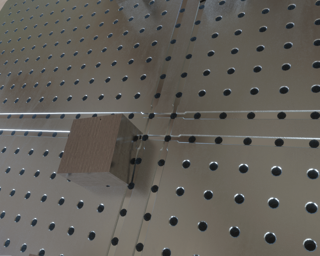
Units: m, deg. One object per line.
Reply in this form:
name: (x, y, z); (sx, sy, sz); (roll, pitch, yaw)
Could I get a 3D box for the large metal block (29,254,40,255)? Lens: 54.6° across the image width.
large metal block: (-0.110, 0.188, 0.336); (0.080, 0.050, 0.080); (-1, 61, 27)

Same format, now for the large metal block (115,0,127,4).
large metal block: (-0.078, -0.308, 0.604); (0.050, 0.080, 0.080); (-11, 57, 22)

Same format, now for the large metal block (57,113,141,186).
large metal block: (-0.079, 0.031, 0.416); (0.080, 0.050, 0.080); (-5, 59, 25)
